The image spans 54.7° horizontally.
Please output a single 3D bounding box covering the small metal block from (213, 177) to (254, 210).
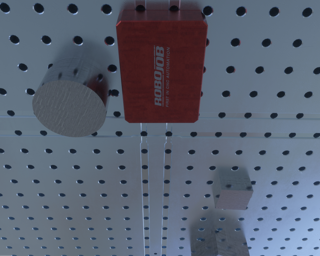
[{"bbox_3d":[0.118,0.107,0.504,0.050,0.025,0.050,3,130,-3],"label":"small metal block"}]

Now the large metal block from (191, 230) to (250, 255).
[{"bbox_3d":[0.119,0.253,0.612,0.080,0.050,0.080,25,126,-20],"label":"large metal block"}]

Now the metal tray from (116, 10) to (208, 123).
[{"bbox_3d":[0.002,-0.064,0.354,0.091,0.030,0.129,0,130,0],"label":"metal tray"}]

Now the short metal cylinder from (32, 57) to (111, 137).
[{"bbox_3d":[-0.101,-0.035,0.364,0.081,0.050,0.079,0,130,0],"label":"short metal cylinder"}]
